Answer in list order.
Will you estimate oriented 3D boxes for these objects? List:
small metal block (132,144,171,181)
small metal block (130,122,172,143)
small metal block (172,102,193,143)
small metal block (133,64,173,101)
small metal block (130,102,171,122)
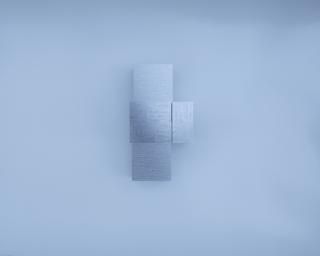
[{"bbox_3d":[-0.011,0.043,0.409,0.050,0.025,0.050,0,90,0],"label":"small metal block"},{"bbox_3d":[-0.011,0.005,0.397,0.050,0.050,0.025,0,90,0],"label":"small metal block"},{"bbox_3d":[0.027,-0.007,0.397,0.025,0.050,0.050,0,90,0],"label":"small metal block"},{"bbox_3d":[-0.009,-0.057,0.409,0.050,0.025,0.050,0,90,0],"label":"small metal block"},{"bbox_3d":[-0.011,-0.019,0.397,0.050,0.050,0.025,0,90,0],"label":"small metal block"}]
